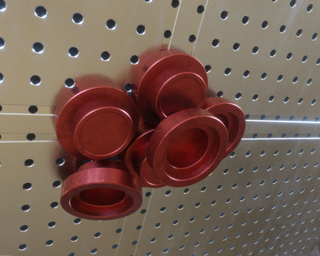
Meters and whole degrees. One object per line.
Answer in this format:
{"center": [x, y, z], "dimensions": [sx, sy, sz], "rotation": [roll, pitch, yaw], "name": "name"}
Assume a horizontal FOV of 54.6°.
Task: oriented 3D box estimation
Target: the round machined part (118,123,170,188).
{"center": [-0.004, 0.043, 0.423], "dimensions": [0.099, 0.042, 0.097], "rotation": [-14, 124, -21], "name": "round machined part"}

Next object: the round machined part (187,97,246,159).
{"center": [0.067, 0.000, 0.436], "dimensions": [0.099, 0.042, 0.097], "rotation": [-14, 124, -21], "name": "round machined part"}

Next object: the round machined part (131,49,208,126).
{"center": [0.018, -0.043, 0.382], "dimensions": [0.099, 0.042, 0.097], "rotation": [-14, 124, -21], "name": "round machined part"}

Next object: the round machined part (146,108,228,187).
{"center": [0.029, 0.020, 0.372], "dimensions": [0.099, 0.042, 0.097], "rotation": [-14, 124, -21], "name": "round machined part"}

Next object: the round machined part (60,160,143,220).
{"center": [-0.072, 0.076, 0.390], "dimensions": [0.099, 0.042, 0.098], "rotation": [-4, 140, -3], "name": "round machined part"}

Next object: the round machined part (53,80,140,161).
{"center": [-0.069, -0.002, 0.360], "dimensions": [0.099, 0.042, 0.097], "rotation": [-14, 124, -21], "name": "round machined part"}
